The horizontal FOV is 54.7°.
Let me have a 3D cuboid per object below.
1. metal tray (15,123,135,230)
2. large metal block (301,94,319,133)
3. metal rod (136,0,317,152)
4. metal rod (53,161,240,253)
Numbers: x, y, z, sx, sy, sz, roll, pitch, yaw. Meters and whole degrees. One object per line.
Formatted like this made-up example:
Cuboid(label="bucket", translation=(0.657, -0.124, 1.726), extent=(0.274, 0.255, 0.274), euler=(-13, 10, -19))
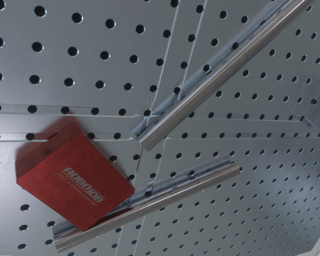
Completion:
Cuboid(label="metal tray", translation=(-0.102, 0.066, 0.393), extent=(0.090, 0.030, 0.130), euler=(-37, 129, -4))
Cuboid(label="large metal block", translation=(0.316, -0.025, 0.552), extent=(0.081, 0.050, 0.080), euler=(14, 111, -34))
Cuboid(label="metal rod", translation=(0.088, -0.078, 0.410), extent=(0.300, 0.025, 0.025), euler=(-42, 130, 1))
Cuboid(label="metal rod", translation=(-0.009, 0.115, 0.477), extent=(0.302, 0.025, 0.025), euler=(-19, 126, -17))
